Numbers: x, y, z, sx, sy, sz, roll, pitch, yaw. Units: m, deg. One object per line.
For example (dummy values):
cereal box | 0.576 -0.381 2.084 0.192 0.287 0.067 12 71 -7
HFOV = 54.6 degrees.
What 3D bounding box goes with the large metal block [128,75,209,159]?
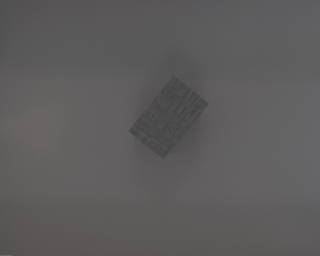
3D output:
large metal block | 0.010 -0.012 0.384 0.050 0.080 0.080 39 90 0
